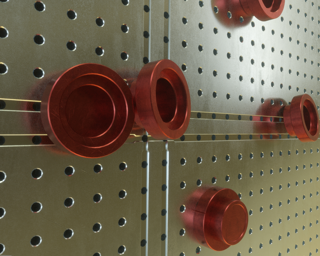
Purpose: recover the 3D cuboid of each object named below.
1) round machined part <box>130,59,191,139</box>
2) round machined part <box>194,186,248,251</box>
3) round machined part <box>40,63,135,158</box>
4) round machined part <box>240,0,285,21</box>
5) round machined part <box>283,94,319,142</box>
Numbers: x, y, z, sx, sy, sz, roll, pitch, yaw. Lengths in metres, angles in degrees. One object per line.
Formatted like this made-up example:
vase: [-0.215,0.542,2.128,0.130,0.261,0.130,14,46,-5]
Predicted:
round machined part: [-0.002,-0.034,0.386,0.098,0.042,0.097,13,75,-57]
round machined part: [0.102,0.144,0.487,0.099,0.042,0.097,0,90,-40]
round machined part: [-0.079,-0.018,0.333,0.099,0.042,0.097,0,90,-40]
round machined part: [0.178,-0.239,0.550,0.099,0.042,0.097,0,90,-40]
round machined part: [0.289,-0.018,0.637,0.099,0.042,0.098,12,73,-43]
